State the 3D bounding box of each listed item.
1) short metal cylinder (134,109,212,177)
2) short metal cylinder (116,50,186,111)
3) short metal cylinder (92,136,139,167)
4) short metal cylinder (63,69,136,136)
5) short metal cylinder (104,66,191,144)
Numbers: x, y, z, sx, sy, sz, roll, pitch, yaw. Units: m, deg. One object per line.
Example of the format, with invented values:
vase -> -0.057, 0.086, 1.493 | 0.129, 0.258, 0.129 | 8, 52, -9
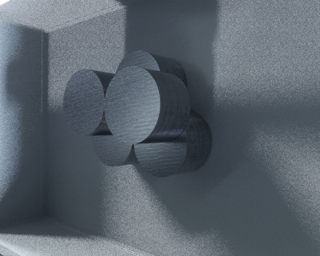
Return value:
short metal cylinder -> 0.015, 0.017, 0.376 | 0.080, 0.050, 0.080 | 0, 90, 40
short metal cylinder -> -0.013, -0.055, 0.400 | 0.080, 0.050, 0.080 | 0, 90, 40
short metal cylinder -> -0.048, 0.011, 0.428 | 0.080, 0.050, 0.080 | 0, 90, 40
short metal cylinder -> -0.076, -0.030, 0.386 | 0.080, 0.050, 0.080 | 0, 90, 40
short metal cylinder -> -0.014, -0.023, 0.334 | 0.080, 0.050, 0.080 | 0, 90, 40
